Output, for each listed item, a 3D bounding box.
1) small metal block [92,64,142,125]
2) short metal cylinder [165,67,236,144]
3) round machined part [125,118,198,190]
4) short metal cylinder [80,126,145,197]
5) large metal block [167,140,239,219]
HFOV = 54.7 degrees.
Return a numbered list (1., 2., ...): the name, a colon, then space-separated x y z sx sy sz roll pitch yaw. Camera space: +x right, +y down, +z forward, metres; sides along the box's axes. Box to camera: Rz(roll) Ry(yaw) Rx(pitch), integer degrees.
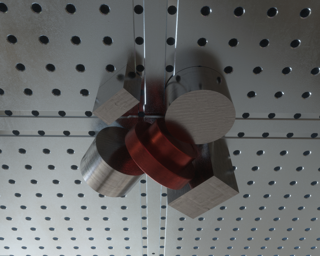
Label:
1. small metal block: -0.049 -0.039 0.361 0.050 0.050 0.025 -34 122 25
2. short metal cylinder: 0.046 -0.026 0.373 0.081 0.050 0.079 0 130 0
3. round machined part: 0.008 0.025 0.386 0.098 0.098 0.042 34 110 -26
4. short metal cylinder: -0.058 0.044 0.412 0.080 0.080 0.050 25 126 -20
5. large metal block: 0.056 0.067 0.434 0.050 0.080 0.080 36 121 -27
